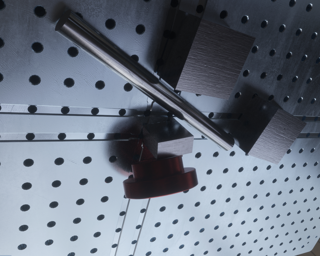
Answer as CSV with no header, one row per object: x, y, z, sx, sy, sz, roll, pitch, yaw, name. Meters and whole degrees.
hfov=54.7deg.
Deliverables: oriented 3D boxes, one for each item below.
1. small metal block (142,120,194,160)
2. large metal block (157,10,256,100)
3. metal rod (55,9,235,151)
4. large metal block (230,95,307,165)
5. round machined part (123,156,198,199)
0.009,0.014,0.408,0.050,0.050,0.025,-10,120,-24,small metal block
0.054,-0.086,0.371,0.081,0.050,0.079,6,115,-31,large metal block
0.006,-0.039,0.390,0.301,0.025,0.025,33,100,-38,metal rod
0.169,0.004,0.490,0.080,0.050,0.080,19,108,-36,large metal block
-0.001,0.062,0.414,0.099,0.098,0.042,-9,87,-24,round machined part
